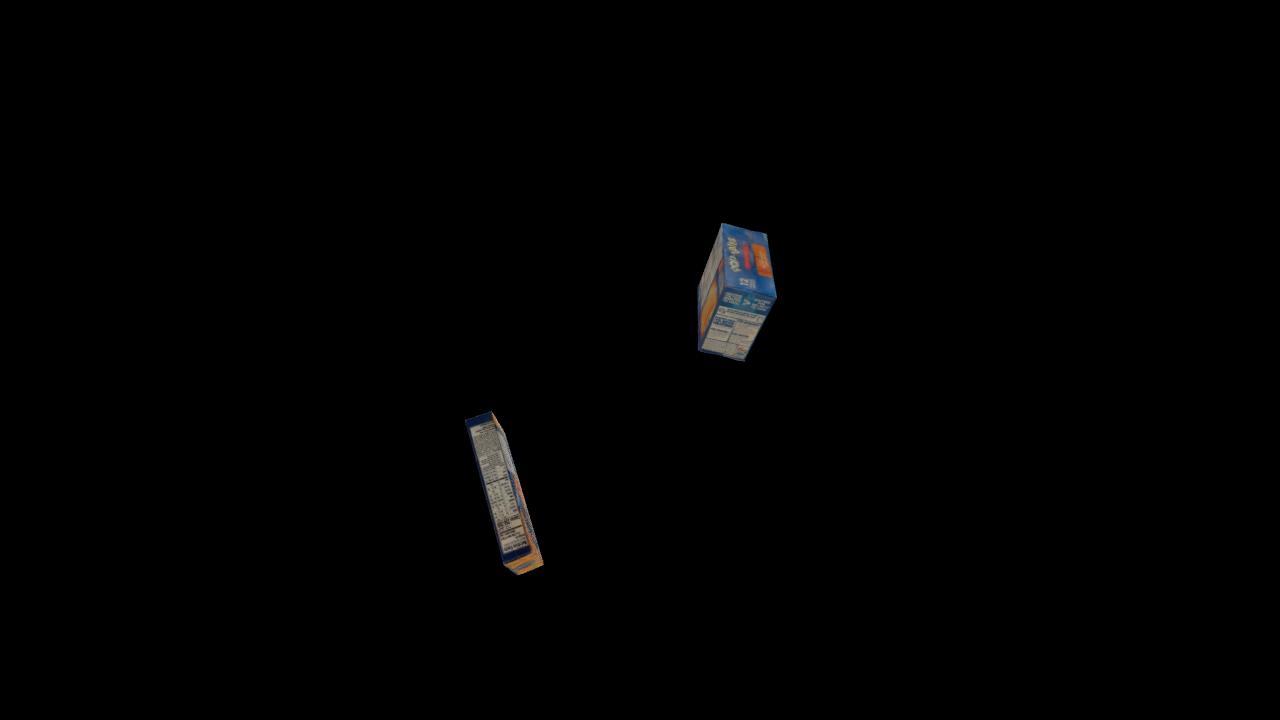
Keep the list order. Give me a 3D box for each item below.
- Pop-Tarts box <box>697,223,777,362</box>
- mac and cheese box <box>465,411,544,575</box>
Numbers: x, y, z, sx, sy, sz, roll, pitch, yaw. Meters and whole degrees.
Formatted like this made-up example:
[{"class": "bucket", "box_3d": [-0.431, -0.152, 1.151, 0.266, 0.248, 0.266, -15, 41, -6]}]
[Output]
[{"class": "Pop-Tarts box", "box_3d": [0.150, -0.109, 0.989, 0.083, 0.167, 0.141, 11, -45, -7]}, {"class": "mac and cheese box", "box_3d": [-0.167, 0.163, 0.757, 0.041, 0.184, 0.093, -18, -25, -10]}]
